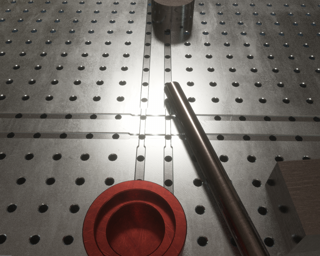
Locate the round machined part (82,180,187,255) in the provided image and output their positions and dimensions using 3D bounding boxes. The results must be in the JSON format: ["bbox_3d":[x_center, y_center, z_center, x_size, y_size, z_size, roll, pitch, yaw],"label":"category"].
[{"bbox_3d":[-0.024,0.105,0.308,0.099,0.042,0.098,0,50,0],"label":"round machined part"}]

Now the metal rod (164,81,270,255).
[{"bbox_3d":[0.063,0.050,0.365,0.025,0.025,0.299,-13,51,-11],"label":"metal rod"}]

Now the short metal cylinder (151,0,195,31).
[{"bbox_3d":[0.024,-0.226,0.582,0.081,0.050,0.080,0,50,0],"label":"short metal cylinder"}]

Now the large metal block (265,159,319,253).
[{"bbox_3d":[0.169,0.080,0.327,0.081,0.050,0.080,-3,50,-3],"label":"large metal block"}]
